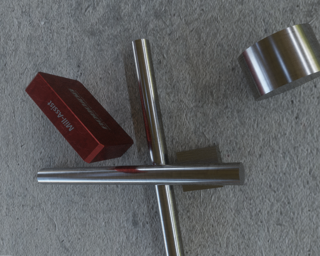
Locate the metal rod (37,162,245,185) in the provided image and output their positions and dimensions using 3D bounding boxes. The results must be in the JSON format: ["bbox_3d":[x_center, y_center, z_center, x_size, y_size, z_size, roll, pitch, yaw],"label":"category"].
[{"bbox_3d":[-0.044,0.061,0.402,0.300,0.025,0.025,-5,88,28],"label":"metal rod"}]

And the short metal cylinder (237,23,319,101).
[{"bbox_3d":[0.131,-0.068,0.333,0.080,0.080,0.050,-23,82,18],"label":"short metal cylinder"}]

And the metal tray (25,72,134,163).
[{"bbox_3d":[-0.103,-0.015,0.410,0.130,0.090,0.030,47,105,14],"label":"metal tray"}]

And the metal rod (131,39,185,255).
[{"bbox_3d":[-0.003,0.031,0.409,0.025,0.025,0.298,-11,87,19],"label":"metal rod"}]

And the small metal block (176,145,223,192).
[{"bbox_3d":[0.052,0.051,0.390,0.050,0.025,0.050,-11,86,19],"label":"small metal block"}]
